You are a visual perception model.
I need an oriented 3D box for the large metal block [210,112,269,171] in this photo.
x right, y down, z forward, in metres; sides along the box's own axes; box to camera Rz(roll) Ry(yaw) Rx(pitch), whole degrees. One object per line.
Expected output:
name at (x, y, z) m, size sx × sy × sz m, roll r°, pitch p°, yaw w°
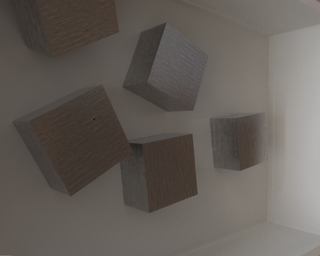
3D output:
large metal block at (0.130, 0.019, 0.502) m, size 0.081 × 0.050 × 0.079 m, roll -10°, pitch 97°, yaw -40°

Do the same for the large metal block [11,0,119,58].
large metal block at (-0.092, -0.124, 0.296) m, size 0.081 × 0.050 × 0.079 m, roll -36°, pitch 137°, yaw -34°

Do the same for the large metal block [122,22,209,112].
large metal block at (0.009, -0.074, 0.400) m, size 0.080 × 0.050 × 0.080 m, roll 27°, pitch 73°, yaw -37°

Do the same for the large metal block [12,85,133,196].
large metal block at (-0.087, 0.010, 0.319) m, size 0.081 × 0.050 × 0.080 m, roll -35°, pitch 112°, yaw -35°

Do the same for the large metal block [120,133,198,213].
large metal block at (-0.002, 0.052, 0.391) m, size 0.081 × 0.050 × 0.079 m, roll -10°, pitch 96°, yaw -40°
